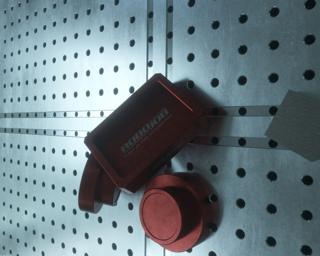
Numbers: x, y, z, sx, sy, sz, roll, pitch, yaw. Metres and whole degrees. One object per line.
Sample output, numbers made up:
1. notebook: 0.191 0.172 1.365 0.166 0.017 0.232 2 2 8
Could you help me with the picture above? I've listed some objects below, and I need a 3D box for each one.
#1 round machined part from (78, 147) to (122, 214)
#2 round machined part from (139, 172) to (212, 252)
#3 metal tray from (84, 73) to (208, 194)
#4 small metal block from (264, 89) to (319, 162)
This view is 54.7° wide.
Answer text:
1. round machined part: -0.076 0.073 0.438 0.042 0.098 0.097 12 100 4
2. round machined part: 0.012 0.106 0.388 0.098 0.042 0.097 0 90 40
3. metal tray: -0.018 0.004 0.380 0.130 0.030 0.090 -43 60 -3
4. small metal block: 0.138 -0.003 0.296 0.050 0.025 0.050 36 112 34
